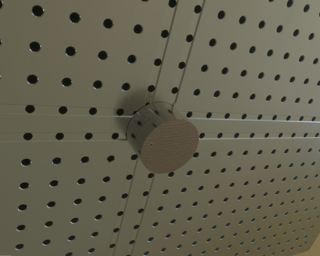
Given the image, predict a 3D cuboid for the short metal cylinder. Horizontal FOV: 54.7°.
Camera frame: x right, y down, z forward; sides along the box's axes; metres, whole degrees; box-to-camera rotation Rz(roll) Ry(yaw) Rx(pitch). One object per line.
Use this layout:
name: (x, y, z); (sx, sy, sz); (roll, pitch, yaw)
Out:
short metal cylinder: (0.003, 0.013, 0.405); (0.081, 0.050, 0.079); (-14, 125, -21)
